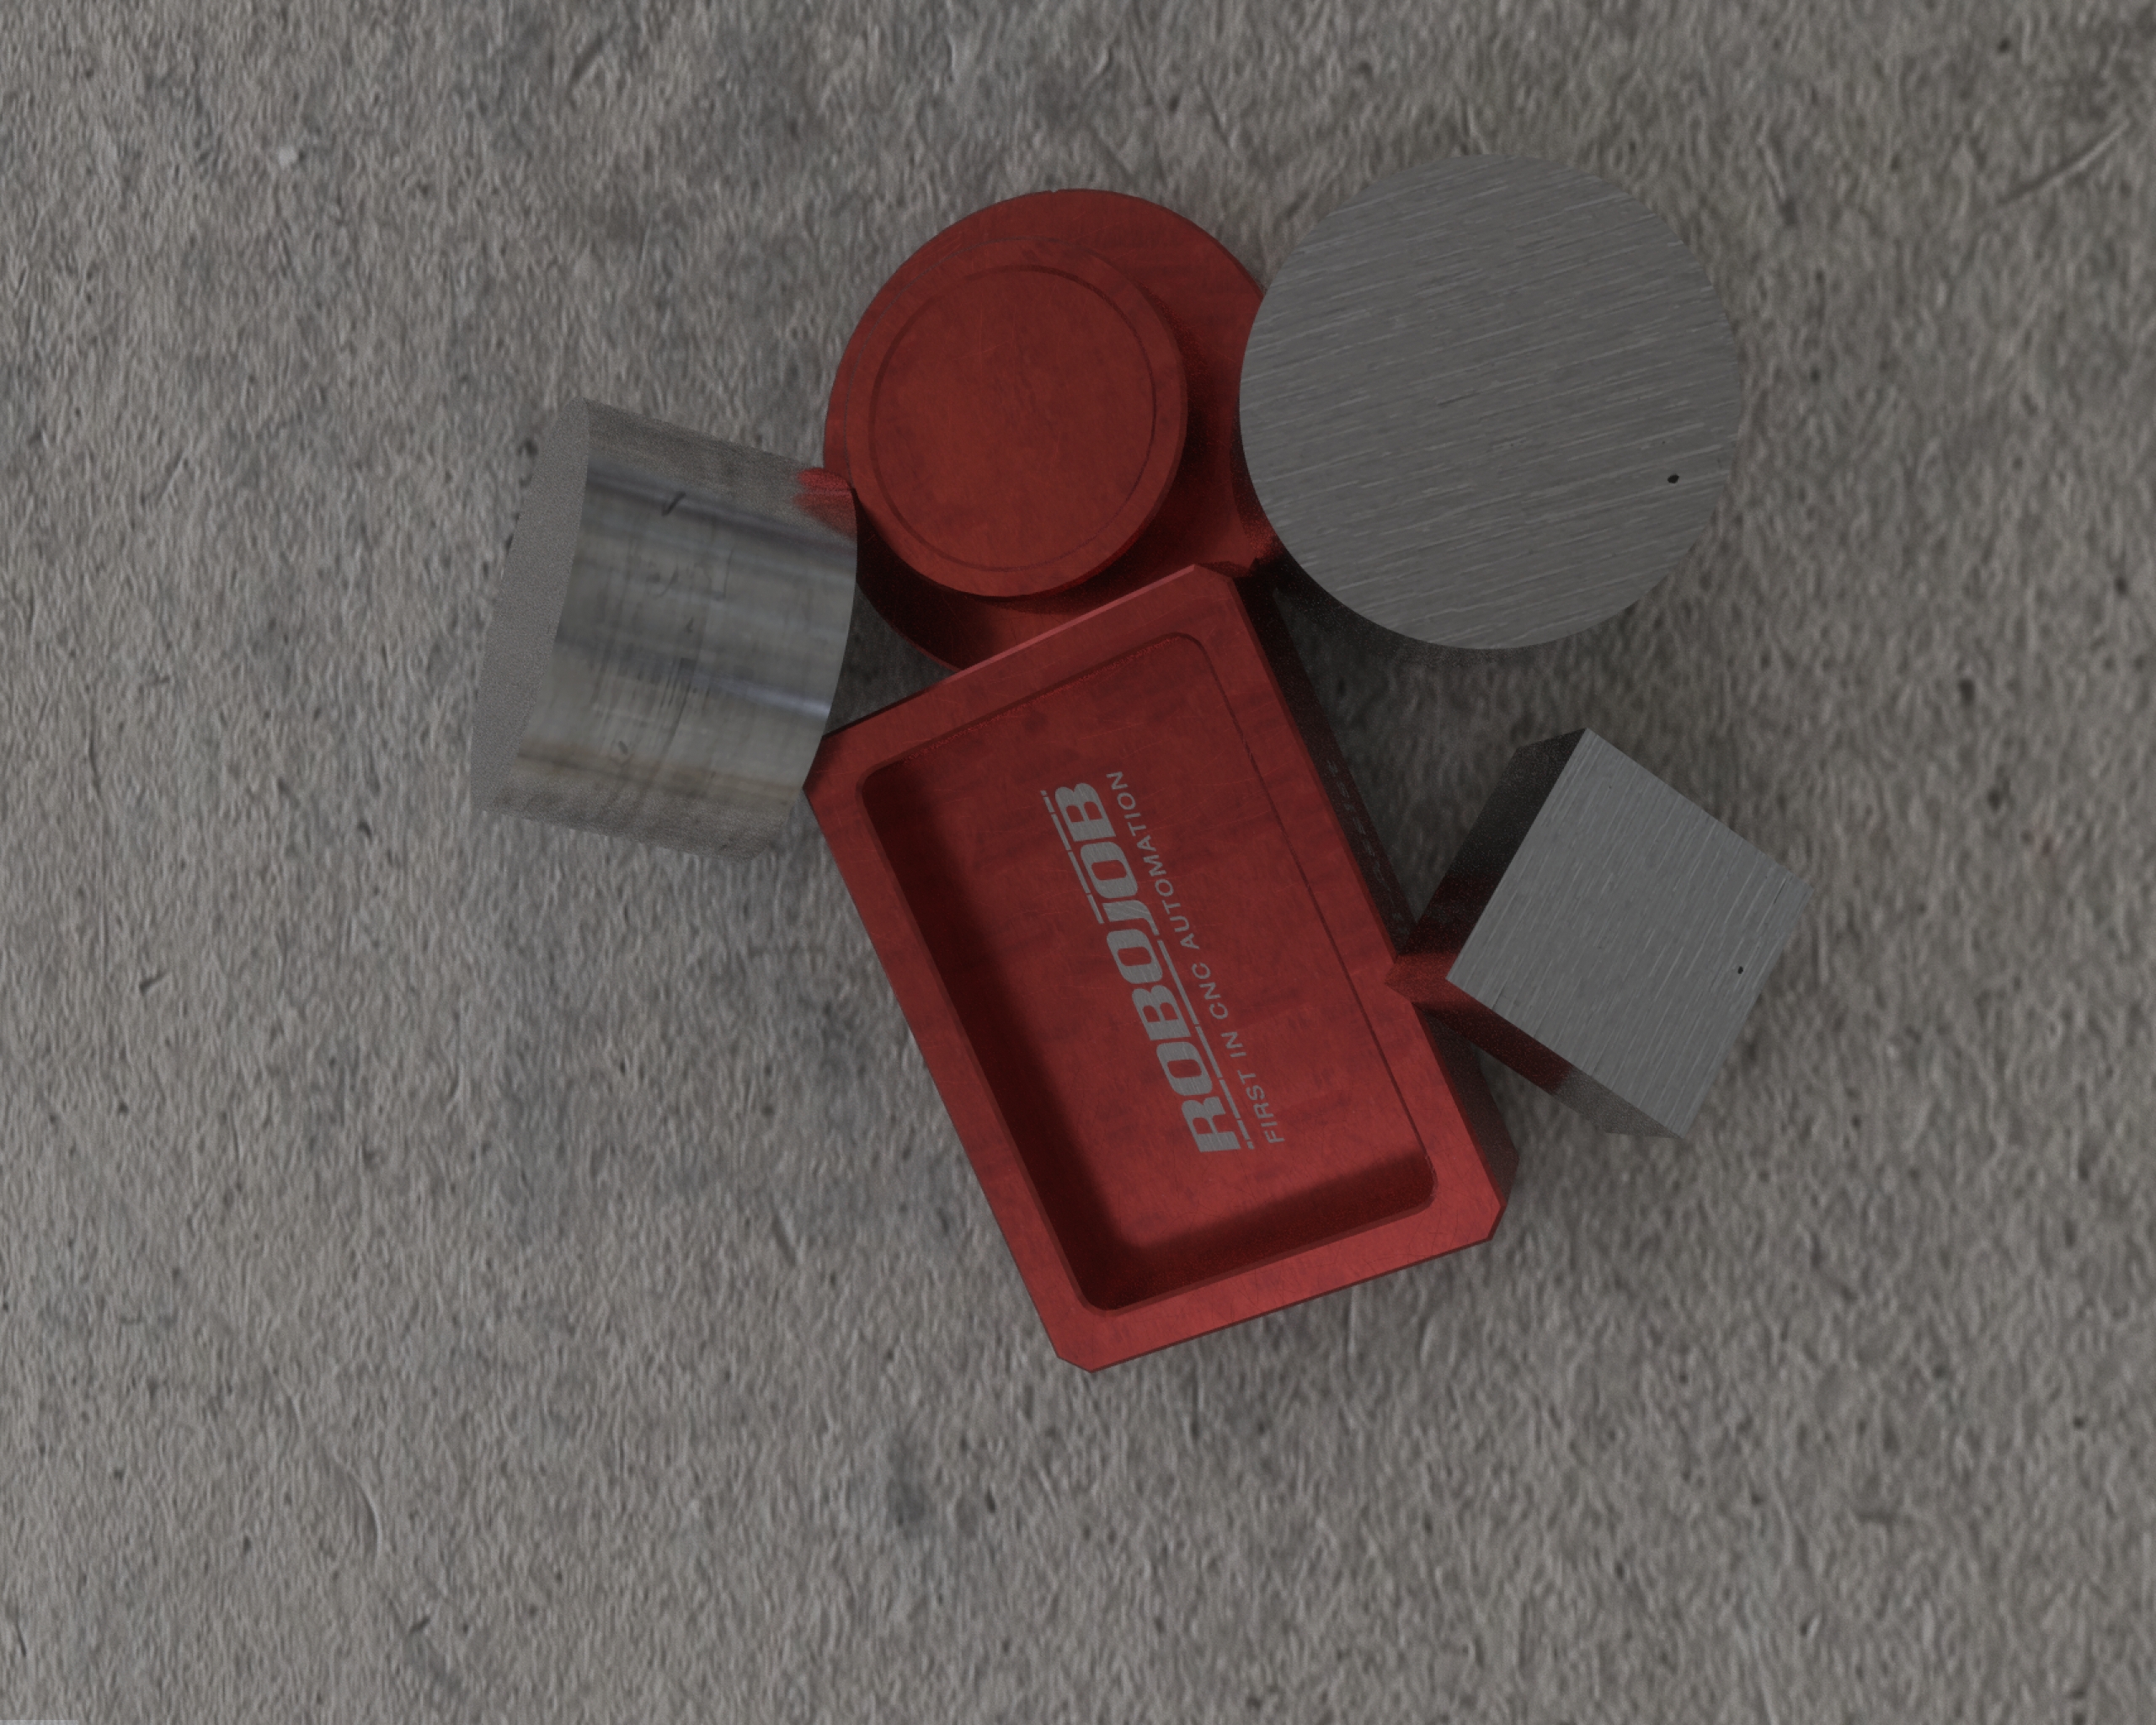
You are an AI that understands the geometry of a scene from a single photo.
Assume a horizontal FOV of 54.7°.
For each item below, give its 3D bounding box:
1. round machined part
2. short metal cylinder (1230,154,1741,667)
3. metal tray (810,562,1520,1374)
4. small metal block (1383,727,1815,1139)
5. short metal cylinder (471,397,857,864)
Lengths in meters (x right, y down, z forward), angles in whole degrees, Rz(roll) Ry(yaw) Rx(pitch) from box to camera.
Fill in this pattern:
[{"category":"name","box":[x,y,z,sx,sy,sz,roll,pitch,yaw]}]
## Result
[{"category":"round machined part","box":[-0.006,-0.082,0.404,0.098,0.042,0.097,0,90,20]},{"category":"short metal cylinder","box":[0.067,-0.075,0.362,0.080,0.050,0.079,0,92,2]},{"category":"metal tray","box":[0.015,0.020,0.390,0.090,0.030,0.129,-23,92,18]},{"category":"small metal block","box":[0.090,0.013,0.360,0.050,0.025,0.050,34,77,-10]},{"category":"short metal cylinder","box":[-0.081,-0.044,0.403,0.050,0.080,0.080,13,96,-24]}]
